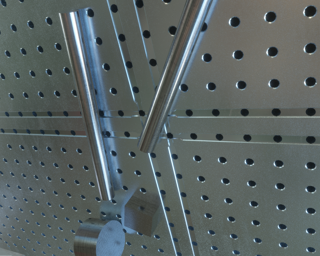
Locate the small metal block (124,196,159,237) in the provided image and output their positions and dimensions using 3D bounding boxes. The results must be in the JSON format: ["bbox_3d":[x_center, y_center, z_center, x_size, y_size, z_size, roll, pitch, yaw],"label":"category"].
[{"bbox_3d":[-0.031,0.148,0.517,0.050,0.025,0.050,17,125,17],"label":"small metal block"}]

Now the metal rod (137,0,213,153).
[{"bbox_3d":[0.023,-0.084,0.346,0.025,0.025,0.298,28,128,10],"label":"metal rod"}]

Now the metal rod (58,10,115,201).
[{"bbox_3d":[-0.100,-0.014,0.453,0.025,0.025,0.298,9,122,23],"label":"metal rod"}]

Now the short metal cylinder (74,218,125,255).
[{"bbox_3d":[-0.107,0.205,0.557,0.050,0.080,0.080,-4,117,30],"label":"short metal cylinder"}]
